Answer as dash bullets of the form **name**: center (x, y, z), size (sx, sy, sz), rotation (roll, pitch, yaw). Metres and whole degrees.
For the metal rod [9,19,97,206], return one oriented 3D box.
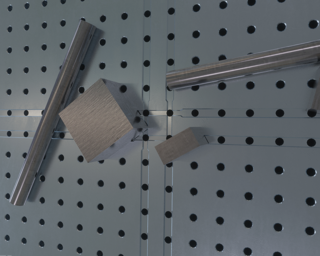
- **metal rod**: center (-0.165, -0.017, 0.470), size (0.025, 0.025, 0.298), rotation (27, 99, 18)

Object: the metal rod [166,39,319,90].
- **metal rod**: center (0.153, -0.083, 0.358), size (0.301, 0.025, 0.025), rotation (-8, 87, 19)

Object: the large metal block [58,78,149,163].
- **large metal block**: center (-0.077, -0.010, 0.426), size (0.080, 0.050, 0.080), rotation (-37, 78, 16)

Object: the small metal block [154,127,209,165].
- **small metal block**: center (0.028, 0.021, 0.389), size (0.050, 0.050, 0.025), rotation (-30, 80, 17)

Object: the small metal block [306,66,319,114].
- **small metal block**: center (0.181, -0.041, 0.336), size (0.025, 0.050, 0.050), rotation (15, 95, 19)
